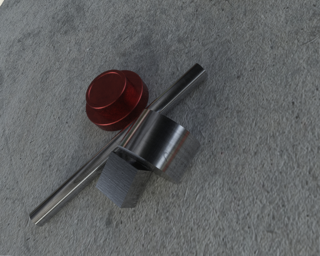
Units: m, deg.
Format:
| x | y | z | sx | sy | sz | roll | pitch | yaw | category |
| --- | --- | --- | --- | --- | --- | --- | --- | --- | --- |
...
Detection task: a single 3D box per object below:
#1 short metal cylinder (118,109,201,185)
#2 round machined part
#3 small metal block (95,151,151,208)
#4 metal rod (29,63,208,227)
| x | y | z | sx | sy | sz | roll | pitch | yaw | category |
| --- | --- | --- | --- | --- | --- | --- | --- | --- | --- |
| -0.001 | 0.022 | 0.356 | 0.080 | 0.080 | 0.050 | 24 | 75 | 36 | short metal cylinder |
| -0.070 | -0.048 | 0.459 | 0.098 | 0.042 | 0.098 | -13 | 56 | 21 | round machined part |
| -0.046 | 0.063 | 0.380 | 0.050 | 0.025 | 0.050 | 29 | 97 | 37 | small metal block |
| -0.054 | 0.022 | 0.419 | 0.300 | 0.025 | 0.025 | -42 | 51 | -1 | metal rod |
